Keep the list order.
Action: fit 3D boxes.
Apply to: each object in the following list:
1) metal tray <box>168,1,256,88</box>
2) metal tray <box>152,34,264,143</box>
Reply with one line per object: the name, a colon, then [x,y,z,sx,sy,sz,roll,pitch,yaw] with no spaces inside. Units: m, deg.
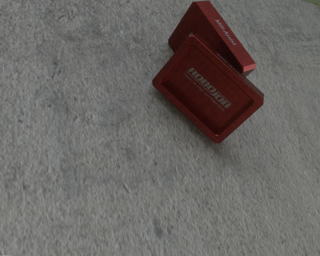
metal tray: [0.074,-0.115,0.474,0.030,0.090,0.130,-22,74,-36]
metal tray: [0.065,-0.053,0.428,0.130,0.090,0.030,43,27,1]
